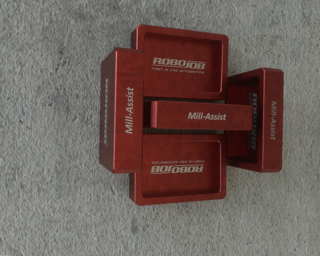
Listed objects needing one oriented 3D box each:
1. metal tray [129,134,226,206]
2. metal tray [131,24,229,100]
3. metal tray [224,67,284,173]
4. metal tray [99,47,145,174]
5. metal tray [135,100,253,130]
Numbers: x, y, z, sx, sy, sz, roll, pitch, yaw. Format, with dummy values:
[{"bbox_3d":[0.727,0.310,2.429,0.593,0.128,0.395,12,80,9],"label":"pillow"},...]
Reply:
[{"bbox_3d":[0.026,0.053,0.418,0.131,0.030,0.089,1,89,-20],"label":"metal tray"},{"bbox_3d":[0.027,-0.084,0.417,0.131,0.030,0.089,0,93,-20],"label":"metal tray"},{"bbox_3d":[0.124,-0.010,0.421,0.030,0.090,0.129,1,90,-20],"label":"metal tray"},{"bbox_3d":[-0.047,-0.018,0.358,0.030,0.090,0.129,1,90,-21],"label":"metal tray"},{"bbox_3d":[0.038,-0.014,0.391,0.131,0.090,0.030,1,91,-20],"label":"metal tray"}]
